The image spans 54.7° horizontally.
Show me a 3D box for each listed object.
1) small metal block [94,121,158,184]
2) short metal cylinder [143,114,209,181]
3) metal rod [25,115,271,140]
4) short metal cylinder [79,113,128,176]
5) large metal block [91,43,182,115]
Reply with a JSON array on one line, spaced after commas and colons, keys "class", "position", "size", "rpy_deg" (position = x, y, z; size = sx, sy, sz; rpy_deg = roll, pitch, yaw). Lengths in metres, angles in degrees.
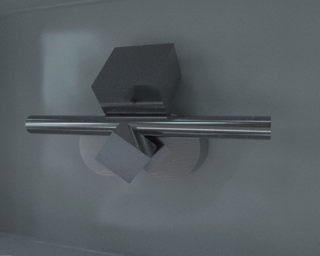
[{"class": "small metal block", "position": [-0.039, 0.029, 0.357], "size": [0.050, 0.025, 0.050], "rpy_deg": [36, 124, -3]}, {"class": "short metal cylinder", "position": [0.016, 0.023, 0.389], "size": [0.080, 0.050, 0.079], "rpy_deg": [0, 90, 19]}, {"class": "metal rod", "position": [-0.029, -0.002, 0.365], "size": [0.301, 0.025, 0.025], "rpy_deg": [1, 90, 19]}, {"class": "short metal cylinder", "position": [-0.059, 0.021, 0.416], "size": [0.080, 0.050, 0.079], "rpy_deg": [0, 90, 19]}, {"class": "large metal block", "position": [-0.025, -0.058, 0.382], "size": [0.080, 0.050, 0.080], "rpy_deg": [1, 47, 19]}]
